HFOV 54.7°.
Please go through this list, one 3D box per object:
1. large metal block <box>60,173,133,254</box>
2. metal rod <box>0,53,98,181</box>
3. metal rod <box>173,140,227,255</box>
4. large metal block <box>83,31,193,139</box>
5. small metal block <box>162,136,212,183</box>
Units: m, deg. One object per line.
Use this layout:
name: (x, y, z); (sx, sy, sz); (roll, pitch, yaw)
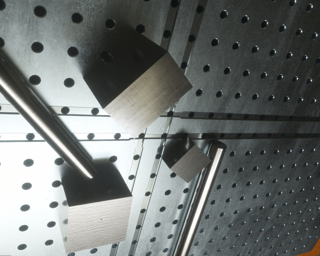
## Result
large metal block: (-0.088, 0.113, 0.417); (0.081, 0.050, 0.079); (-3, 120, -27)
metal rod: (-0.148, -0.044, 0.302); (0.025, 0.025, 0.299); (-34, 129, -6)
metal rod: (0.059, 0.156, 0.539); (0.025, 0.025, 0.298); (-1, 119, -28)
large metal block: (-0.026, -0.049, 0.331); (0.080, 0.080, 0.050); (-42, 129, 0)
small metal block: (0.041, 0.048, 0.463); (0.050, 0.025, 0.050); (-45, 129, 3)
